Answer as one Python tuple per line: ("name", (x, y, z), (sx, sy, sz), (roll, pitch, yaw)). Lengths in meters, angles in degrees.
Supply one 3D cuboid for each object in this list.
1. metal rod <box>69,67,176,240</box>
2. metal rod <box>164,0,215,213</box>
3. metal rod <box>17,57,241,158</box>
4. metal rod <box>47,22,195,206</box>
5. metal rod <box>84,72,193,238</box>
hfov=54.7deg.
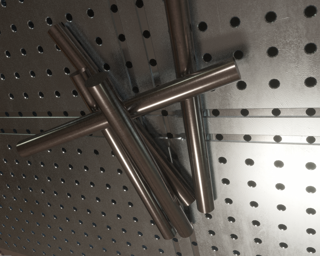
("metal rod", (-0.041, 0.053, 0.443), (0.025, 0.025, 0.299), (-8, 121, 31))
("metal rod", (0.040, -0.017, 0.378), (0.025, 0.025, 0.298), (3, 120, 26))
("metal rod", (-0.054, -0.016, 0.369), (0.300, 0.025, 0.025), (-19, 109, 22))
("metal rod", (-0.046, -0.012, 0.426), (0.025, 0.025, 0.300), (-30, 103, 37))
("metal rod", (-0.011, 0.057, 0.398), (0.025, 0.025, 0.299), (-1, 135, 28))
